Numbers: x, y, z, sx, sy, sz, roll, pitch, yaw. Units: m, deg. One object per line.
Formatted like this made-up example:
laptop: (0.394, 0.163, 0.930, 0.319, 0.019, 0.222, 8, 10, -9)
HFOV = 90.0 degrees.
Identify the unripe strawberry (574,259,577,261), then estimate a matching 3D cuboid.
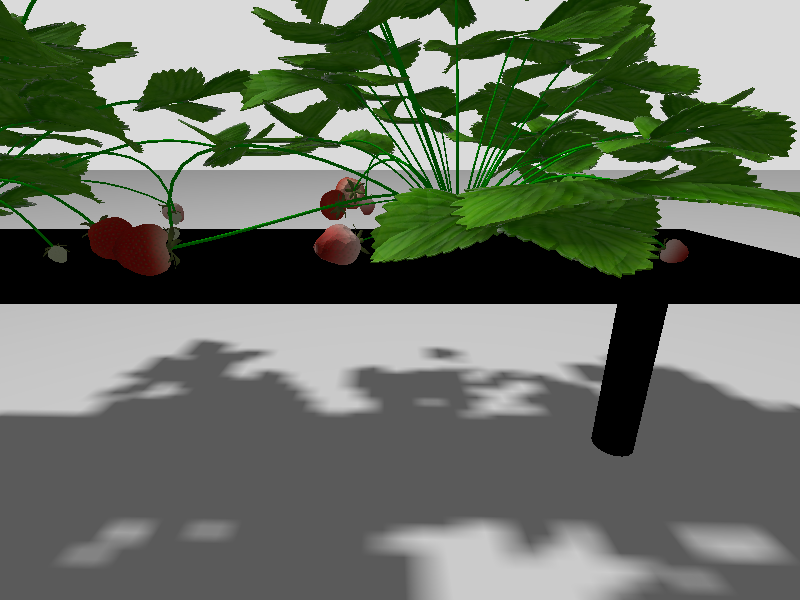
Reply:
unripe strawberry: (0.123, -0.033, 0.275, 0.012, 0.013, 0.013, -17, 26, -39)

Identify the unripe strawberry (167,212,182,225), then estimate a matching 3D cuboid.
unripe strawberry: (-0.203, -0.074, 0.361, 0.011, 0.011, 0.011, -1, 20, -4)

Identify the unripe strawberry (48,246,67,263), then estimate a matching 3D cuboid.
unripe strawberry: (-0.234, -0.031, 0.275, 0.012, 0.011, 0.010, -40, -3, 32)

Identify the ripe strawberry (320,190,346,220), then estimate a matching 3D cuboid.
ripe strawberry: (-0.078, -0.110, 0.463, 0.033, 0.034, 0.030, 17, 26, 41)

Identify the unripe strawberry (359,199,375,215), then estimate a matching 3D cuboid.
unripe strawberry: (-0.043, -0.121, 0.519, 0.022, 0.022, 0.019, -10, 22, -26)

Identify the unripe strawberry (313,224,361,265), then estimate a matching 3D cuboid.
unripe strawberry: (-0.042, -0.036, 0.266, 0.031, 0.026, 0.031, -18, 26, -40)

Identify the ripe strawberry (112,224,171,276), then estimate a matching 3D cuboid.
ripe strawberry: (-0.156, -0.030, 0.244, 0.030, 0.031, 0.027, -11, 22, -26)

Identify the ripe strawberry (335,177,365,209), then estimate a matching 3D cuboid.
ripe strawberry: (-0.073, -0.151, 0.571, 0.042, 0.044, 0.046, -10, 7, -26)

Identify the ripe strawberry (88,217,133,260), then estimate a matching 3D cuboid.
ripe strawberry: (-0.200, -0.042, 0.283, 0.032, 0.031, 0.029, 28, 26, 9)

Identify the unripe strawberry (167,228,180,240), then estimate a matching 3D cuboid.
unripe strawberry: (-0.191, -0.056, 0.337, 0.010, 0.010, 0.009, -1, 20, -3)

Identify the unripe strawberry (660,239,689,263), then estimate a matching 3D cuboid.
unripe strawberry: (0.186, -0.032, 0.271, 0.016, 0.016, 0.015, 32, 31, 20)

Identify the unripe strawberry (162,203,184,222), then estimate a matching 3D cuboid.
unripe strawberry: (-0.251, -0.096, 0.446, 0.021, 0.022, 0.024, -44, 36, -16)
